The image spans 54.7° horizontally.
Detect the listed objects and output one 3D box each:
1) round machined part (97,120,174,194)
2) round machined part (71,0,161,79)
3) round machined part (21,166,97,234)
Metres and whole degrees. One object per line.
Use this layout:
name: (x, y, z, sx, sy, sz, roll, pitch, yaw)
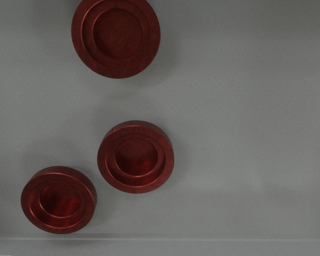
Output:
round machined part: (-0.031, 0.035, 0.415, 0.099, 0.042, 0.097, 0, 110, -1)
round machined part: (-0.049, -0.110, 0.361, 0.099, 0.042, 0.097, 0, 110, -1)
round machined part: (-0.138, 0.096, 0.436, 0.099, 0.042, 0.097, 0, 110, -1)
